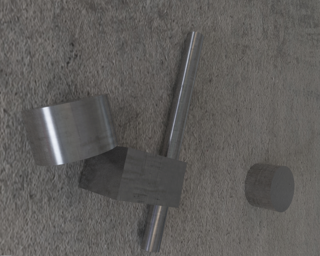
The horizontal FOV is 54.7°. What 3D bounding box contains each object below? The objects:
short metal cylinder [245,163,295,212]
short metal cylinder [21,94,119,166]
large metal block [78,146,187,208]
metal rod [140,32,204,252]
[{"bbox_3d":[0.196,0.105,0.553,0.081,0.050,0.080,0,90,-40],"label":"short metal cylinder"},{"bbox_3d":[-0.085,-0.001,0.298,0.081,0.080,0.050,-19,102,-38],"label":"short metal cylinder"},{"bbox_3d":[-0.031,0.052,0.343,0.080,0.080,0.050,19,78,-39],"label":"large metal block"},{"bbox_3d":[0.019,0.011,0.420,0.025,0.025,0.299,21,77,-38],"label":"metal rod"}]
